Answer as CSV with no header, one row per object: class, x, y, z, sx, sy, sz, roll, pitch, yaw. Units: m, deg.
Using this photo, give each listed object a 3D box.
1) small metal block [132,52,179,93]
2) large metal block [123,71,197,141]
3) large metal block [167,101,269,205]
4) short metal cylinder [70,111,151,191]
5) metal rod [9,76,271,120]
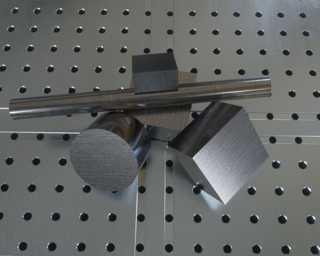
small metal block,-0.007,-0.066,0.366,0.050,0.025,0.050,-5,35,-2
large metal block,0.000,-0.031,0.406,0.080,0.050,0.080,10,70,3
large metal block,0.070,0.027,0.363,0.080,0.050,0.080,-43,120,-14
short metal cylinder,-0.056,0.026,0.362,0.080,0.079,0.050,18,28,6
metal rod,-0.021,-0.036,0.368,0.302,0.025,0.025,-5,70,-2
